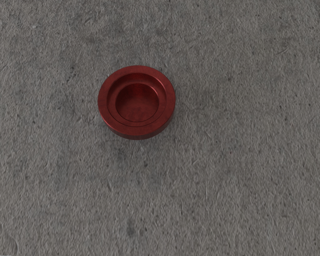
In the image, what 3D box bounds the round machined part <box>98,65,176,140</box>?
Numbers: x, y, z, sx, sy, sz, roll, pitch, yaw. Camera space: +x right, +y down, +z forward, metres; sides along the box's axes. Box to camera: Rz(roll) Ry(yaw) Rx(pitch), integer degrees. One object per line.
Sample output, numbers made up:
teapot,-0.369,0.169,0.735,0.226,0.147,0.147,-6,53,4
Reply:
round machined part,-0.029,-0.030,0.410,0.099,0.042,0.098,0,70,0
